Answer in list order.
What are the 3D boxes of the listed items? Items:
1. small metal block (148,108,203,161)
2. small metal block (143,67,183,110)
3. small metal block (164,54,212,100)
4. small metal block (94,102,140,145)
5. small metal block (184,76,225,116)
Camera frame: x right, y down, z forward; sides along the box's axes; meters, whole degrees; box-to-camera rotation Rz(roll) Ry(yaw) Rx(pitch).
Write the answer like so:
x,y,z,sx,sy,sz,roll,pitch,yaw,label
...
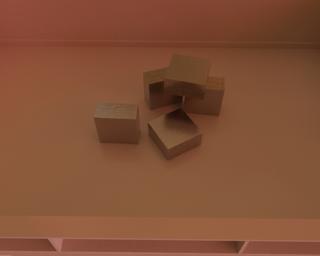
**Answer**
x,y,z,sx,sy,sz,roll,pitch,yaw,label
0.019,0.007,0.399,0.050,0.025,0.050,-24,54,-19,small metal block
0.005,-0.057,0.436,0.050,0.050,0.025,-16,52,-13,small metal block
0.036,-0.066,0.396,0.050,0.025,0.050,11,51,9,small metal block
-0.053,-0.005,0.393,0.050,0.050,0.025,3,50,2,small metal block
0.060,-0.044,0.426,0.050,0.050,0.025,6,51,4,small metal block
